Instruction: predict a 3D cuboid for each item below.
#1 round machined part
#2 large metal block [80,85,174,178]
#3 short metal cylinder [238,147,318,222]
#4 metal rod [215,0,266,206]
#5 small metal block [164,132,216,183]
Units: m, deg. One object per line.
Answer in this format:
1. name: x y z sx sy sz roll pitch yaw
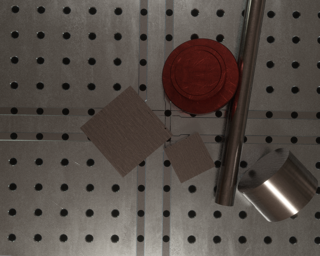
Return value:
1. round machined part: 0.050 -0.067 0.395 0.098 0.042 0.097 0 88 12
2. large metal block: -0.040 0.004 0.400 0.080 0.050 0.080 -40 91 0
3. short metal cylinder: 0.145 0.070 0.388 0.080 0.080 0.050 -43 91 0
4. metal rod: 0.109 -0.046 0.414 0.025 0.025 0.298 9 90 -1
5. small metal block: 0.038 0.038 0.414 0.050 0.025 0.050 -27 90 -1
